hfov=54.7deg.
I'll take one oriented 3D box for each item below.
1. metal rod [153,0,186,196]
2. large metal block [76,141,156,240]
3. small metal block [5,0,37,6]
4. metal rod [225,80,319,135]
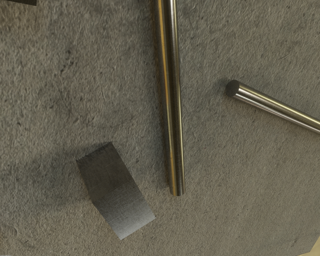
[{"bbox_3d":[0.016,-0.026,0.400,0.025,0.025,0.298,-18,126,-18],"label":"metal rod"},{"bbox_3d":[-0.056,0.078,0.390,0.050,0.080,0.080,-30,129,-9],"label":"large metal block"},{"bbox_3d":[-0.128,-0.133,0.255,0.050,0.025,0.050,1,118,-29],"label":"small metal block"},{"bbox_3d":[0.219,-0.022,0.516,0.302,0.025,0.025,16,110,-35],"label":"metal rod"}]
